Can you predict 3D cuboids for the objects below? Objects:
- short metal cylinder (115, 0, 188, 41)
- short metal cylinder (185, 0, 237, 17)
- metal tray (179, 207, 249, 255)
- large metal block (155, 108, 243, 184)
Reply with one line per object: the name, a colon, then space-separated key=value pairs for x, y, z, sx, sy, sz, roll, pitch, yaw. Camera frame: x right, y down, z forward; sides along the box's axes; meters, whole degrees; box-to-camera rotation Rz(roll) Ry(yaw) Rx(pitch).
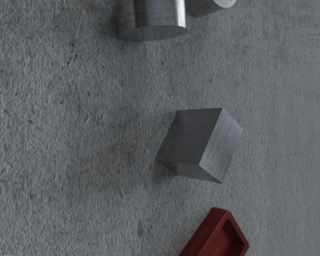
short metal cylinder: x=-0.010 y=-0.135 z=0.360 sx=0.081 sy=0.080 sz=0.050 roll=-9 pitch=96 yaw=-40
short metal cylinder: x=0.069 y=-0.207 z=0.445 sx=0.081 sy=0.050 sz=0.080 roll=0 pitch=90 yaw=-40
metal tray: x=0.077 y=0.197 z=0.466 sx=0.131 sy=0.030 sz=0.090 roll=-46 pitch=117 yaw=-30
large metal block: x=0.051 y=0.022 z=0.412 sx=0.050 sy=0.080 sz=0.080 roll=40 pitch=66 yaw=-33
